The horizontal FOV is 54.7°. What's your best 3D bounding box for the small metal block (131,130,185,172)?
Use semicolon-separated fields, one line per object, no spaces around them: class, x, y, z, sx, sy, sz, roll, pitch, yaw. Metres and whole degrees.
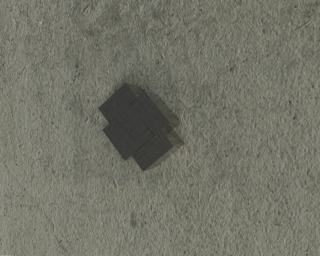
small metal block;-0.001;0.028;0.396;0.050;0.050;0.025;-41;78;15

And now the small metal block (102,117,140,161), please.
small metal block;-0.041;0.014;0.410;0.025;0.050;0.050;-42;77;15

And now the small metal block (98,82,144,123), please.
small metal block;-0.045;-0.031;0.411;0.050;0.050;0.025;-41;78;15

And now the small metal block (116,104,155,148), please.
small metal block;-0.023;-0.002;0.403;0.025;0.050;0.050;-42;77;15

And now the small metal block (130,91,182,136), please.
small metal block;-0.004;-0.018;0.397;0.025;0.050;0.050;-42;77;15
